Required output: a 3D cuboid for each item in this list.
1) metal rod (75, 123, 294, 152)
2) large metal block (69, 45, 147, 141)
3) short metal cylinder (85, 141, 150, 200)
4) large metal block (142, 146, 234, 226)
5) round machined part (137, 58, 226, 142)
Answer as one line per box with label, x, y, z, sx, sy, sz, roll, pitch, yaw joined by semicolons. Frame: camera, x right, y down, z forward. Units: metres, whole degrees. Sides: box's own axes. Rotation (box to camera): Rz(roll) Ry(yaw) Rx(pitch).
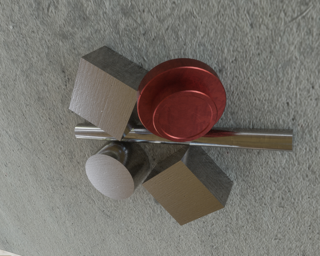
metal rod;0.012;0.009;0.408;0.301;0.025;0.025;2;119;27
large metal block;-0.060;-0.044;0.392;0.080;0.050;0.079;32;128;7
short metal cylinder;-0.062;0.059;0.459;0.080;0.050;0.079;13;124;20
large metal block;0.037;0.075;0.418;0.080;0.050;0.080;48;129;-6
round machined part;0.024;-0.023;0.339;0.099;0.042;0.097;-4;129;-5
